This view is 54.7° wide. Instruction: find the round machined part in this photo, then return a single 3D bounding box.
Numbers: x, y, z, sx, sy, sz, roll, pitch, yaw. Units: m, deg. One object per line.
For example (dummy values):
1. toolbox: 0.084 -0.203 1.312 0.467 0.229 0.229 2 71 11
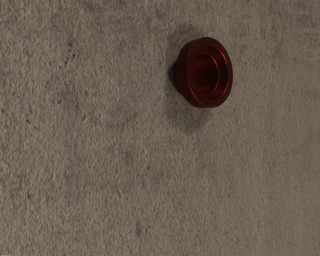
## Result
1. round machined part: 0.058 -0.077 0.444 0.099 0.042 0.097 0 90 -40
